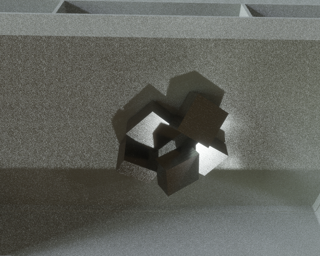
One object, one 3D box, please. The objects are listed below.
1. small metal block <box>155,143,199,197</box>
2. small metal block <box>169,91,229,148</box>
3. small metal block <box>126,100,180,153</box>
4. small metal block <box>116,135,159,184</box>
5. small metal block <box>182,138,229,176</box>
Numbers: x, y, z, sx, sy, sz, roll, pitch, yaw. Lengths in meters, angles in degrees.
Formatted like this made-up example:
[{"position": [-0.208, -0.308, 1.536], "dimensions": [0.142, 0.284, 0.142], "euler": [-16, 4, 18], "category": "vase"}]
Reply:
[{"position": [0.024, 0.055, 0.406], "dimensions": [0.050, 0.025, 0.050], "euler": [-25, 134, -22], "category": "small metal block"}, {"position": [0.048, -0.010, 0.384], "dimensions": [0.050, 0.025, 0.050], "euler": [30, 91, -24], "category": "small metal block"}, {"position": [-0.008, -0.001, 0.405], "dimensions": [0.050, 0.025, 0.050], "euler": [36, 121, -27], "category": "small metal block"}, {"position": [-0.030, 0.042, 0.425], "dimensions": [0.050, 0.050, 0.025], "euler": [23, 126, -19], "category": "small metal block"}, {"position": [0.059, 0.035, 0.437], "dimensions": [0.050, 0.025, 0.050], "euler": [28, 124, -23], "category": "small metal block"}]
